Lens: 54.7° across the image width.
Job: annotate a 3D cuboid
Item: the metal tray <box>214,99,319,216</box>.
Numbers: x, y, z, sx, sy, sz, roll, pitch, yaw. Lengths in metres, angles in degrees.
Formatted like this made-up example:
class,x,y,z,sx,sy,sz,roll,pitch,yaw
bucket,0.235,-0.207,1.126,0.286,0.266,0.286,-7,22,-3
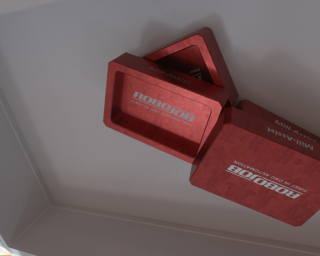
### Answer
class,x,y,z,sx,sy,sz,roll,pitch,yaw
metal tray,0.128,0.036,0.354,0.130,0.030,0.089,29,128,5

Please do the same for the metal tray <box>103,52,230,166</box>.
class,x,y,z,sx,sy,sz,roll,pitch,yaw
metal tray,0.002,-0.021,0.351,0.130,0.030,0.089,23,128,13

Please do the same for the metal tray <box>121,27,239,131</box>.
class,x,y,z,sx,sy,sz,roll,pitch,yaw
metal tray,0.014,-0.051,0.366,0.130,0.030,0.090,-15,111,34

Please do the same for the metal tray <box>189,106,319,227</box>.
class,x,y,z,sx,sy,sz,roll,pitch,yaw
metal tray,0.107,0.043,0.315,0.131,0.030,0.089,22,127,-2
